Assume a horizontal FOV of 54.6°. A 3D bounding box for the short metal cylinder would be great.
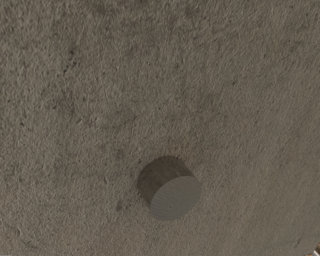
[{"bbox_3d":[0.013,0.087,0.451,0.081,0.050,0.080,-14,124,-21],"label":"short metal cylinder"}]
